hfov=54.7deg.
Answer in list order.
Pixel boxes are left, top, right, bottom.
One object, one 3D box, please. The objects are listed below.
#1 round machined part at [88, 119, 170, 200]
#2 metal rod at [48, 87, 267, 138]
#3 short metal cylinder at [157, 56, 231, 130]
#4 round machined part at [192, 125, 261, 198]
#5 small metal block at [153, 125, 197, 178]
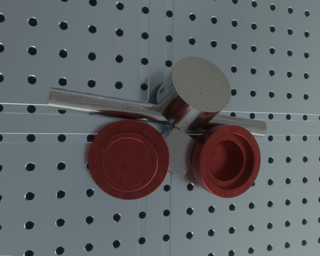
[{"bbox_3d":[-0.037,0.038,0.372,0.099,0.042,0.097,0,91,-2],"label":"round machined part"},{"bbox_3d":[0.012,-0.017,0.413,0.302,0.025,0.025,8,88,-20],"label":"metal rod"},{"bbox_3d":[0.042,-0.044,0.395,0.081,0.050,0.080,10,61,-19],"label":"short metal cylinder"},{"bbox_3d":[0.087,0.044,0.430,0.099,0.042,0.097,-1,93,-23],"label":"round machined part"},{"bbox_3d":[0.021,0.031,0.417,0.050,0.025,0.050,38,78,-16],"label":"small metal block"}]
